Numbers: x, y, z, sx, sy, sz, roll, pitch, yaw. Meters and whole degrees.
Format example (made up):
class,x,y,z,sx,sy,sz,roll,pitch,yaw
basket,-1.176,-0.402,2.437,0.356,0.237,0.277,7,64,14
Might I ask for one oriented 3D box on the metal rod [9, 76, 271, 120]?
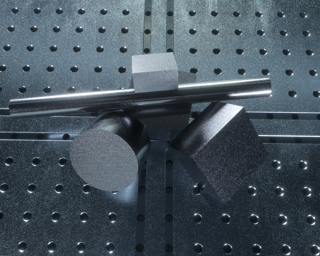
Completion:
class,x,y,z,sx,sy,sz,roll,pitch,yaw
metal rod,-0.021,-0.036,0.368,0.302,0.025,0.025,-5,70,-2

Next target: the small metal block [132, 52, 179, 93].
class,x,y,z,sx,sy,sz,roll,pitch,yaw
small metal block,-0.007,-0.066,0.366,0.050,0.025,0.050,-5,35,-2

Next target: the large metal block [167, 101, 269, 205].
class,x,y,z,sx,sy,sz,roll,pitch,yaw
large metal block,0.070,0.027,0.363,0.080,0.050,0.080,-43,120,-14

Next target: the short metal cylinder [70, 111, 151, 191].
class,x,y,z,sx,sy,sz,roll,pitch,yaw
short metal cylinder,-0.056,0.026,0.362,0.080,0.079,0.050,18,28,6

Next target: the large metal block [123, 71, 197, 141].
class,x,y,z,sx,sy,sz,roll,pitch,yaw
large metal block,0.000,-0.031,0.406,0.080,0.050,0.080,10,70,3
